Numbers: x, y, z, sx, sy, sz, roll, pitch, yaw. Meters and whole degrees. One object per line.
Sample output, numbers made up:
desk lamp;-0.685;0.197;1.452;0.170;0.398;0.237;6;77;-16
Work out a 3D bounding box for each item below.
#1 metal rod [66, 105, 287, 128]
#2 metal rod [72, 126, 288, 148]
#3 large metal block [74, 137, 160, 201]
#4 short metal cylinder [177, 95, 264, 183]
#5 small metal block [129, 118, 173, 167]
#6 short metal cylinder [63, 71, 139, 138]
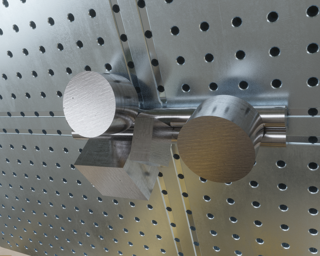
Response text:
metal rod;0.000;-0.014;0.398;0.300;0.025;0.025;1;119;27
metal rod;0.006;0.008;0.409;0.300;0.025;0.025;1;119;27
large metal block;-0.058;0.057;0.439;0.080;0.050;0.080;-1;138;28
short metal cylinder;0.065;0.011;0.331;0.080;0.050;0.079;13;124;21
small metal block;-0.009;0.018;0.370;0.025;0.050;0.050;1;77;28
short metal cylinder;-0.074;-0.030;0.393;0.080;0.050;0.079;3;96;27
